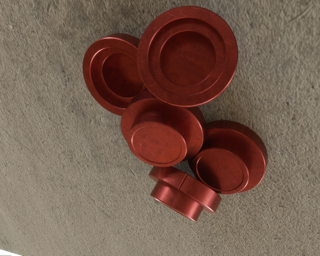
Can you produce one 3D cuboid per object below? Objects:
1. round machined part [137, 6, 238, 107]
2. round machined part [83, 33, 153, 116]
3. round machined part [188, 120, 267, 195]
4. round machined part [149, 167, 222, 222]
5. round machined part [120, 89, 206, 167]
[{"bbox_3d":[0.029,-0.070,0.320,0.098,0.042,0.097,0,92,10],"label":"round machined part"},{"bbox_3d":[-0.041,-0.066,0.376,0.098,0.042,0.097,13,124,20],"label":"round machined part"},{"bbox_3d":[0.078,0.042,0.381,0.098,0.042,0.097,13,124,20],"label":"round machined part"},{"bbox_3d":[0.027,0.087,0.403,0.098,0.042,0.098,29,167,8],"label":"round machined part"},{"bbox_3d":[0.001,0.007,0.357,0.098,0.042,0.097,9,131,10],"label":"round machined part"}]
